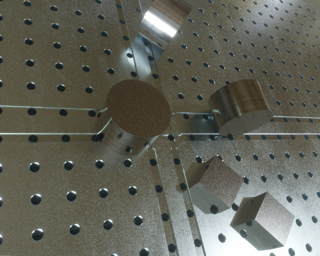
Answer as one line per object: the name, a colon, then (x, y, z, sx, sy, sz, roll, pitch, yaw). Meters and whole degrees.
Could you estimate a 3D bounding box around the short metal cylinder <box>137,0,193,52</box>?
short metal cylinder: (0.008, -0.166, 0.478, 0.050, 0.080, 0.080, 34, 51, -6)

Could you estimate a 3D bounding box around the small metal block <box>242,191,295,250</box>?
small metal block: (0.145, 0.122, 0.411, 0.050, 0.025, 0.050, 42, 51, 1)

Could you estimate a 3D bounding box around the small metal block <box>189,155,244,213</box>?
small metal block: (0.075, 0.073, 0.404, 0.050, 0.025, 0.050, 41, 51, -1)

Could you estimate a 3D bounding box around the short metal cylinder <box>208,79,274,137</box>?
short metal cylinder: (0.117, -0.027, 0.452, 0.081, 0.080, 0.050, -1, 63, -29)

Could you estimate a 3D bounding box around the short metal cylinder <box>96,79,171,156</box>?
short metal cylinder: (-0.033, -0.013, 0.382, 0.081, 0.050, 0.080, 13, 56, -20)
